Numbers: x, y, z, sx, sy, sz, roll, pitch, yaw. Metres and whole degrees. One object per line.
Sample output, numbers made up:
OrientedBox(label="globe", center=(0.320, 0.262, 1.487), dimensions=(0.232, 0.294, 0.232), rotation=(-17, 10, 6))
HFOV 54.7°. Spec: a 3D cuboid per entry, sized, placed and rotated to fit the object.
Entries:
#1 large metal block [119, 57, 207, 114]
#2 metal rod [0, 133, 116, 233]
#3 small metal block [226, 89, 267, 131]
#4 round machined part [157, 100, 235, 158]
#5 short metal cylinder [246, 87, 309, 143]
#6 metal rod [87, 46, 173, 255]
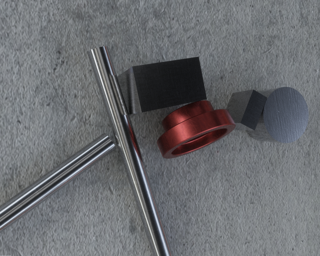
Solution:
OrientedBox(label="large metal block", center=(-0.001, -0.049, 0.380), dimensions=(0.081, 0.080, 0.050), rotation=(-13, 95, -20))
OrientedBox(label="metal rod", center=(-0.178, 0.102, 0.343), dimensions=(0.301, 0.025, 0.025), rotation=(-37, 102, -17))
OrientedBox(label="small metal block", center=(0.118, -0.024, 0.441), dimensions=(0.025, 0.050, 0.050), rotation=(26, 82, -19))
OrientedBox(label="round machined part", center=(0.041, -0.001, 0.391), dimensions=(0.099, 0.098, 0.042), rotation=(-17, 73, -20))
OrientedBox(label="short metal cylinder", center=(0.170, -0.019, 0.461), dimensions=(0.081, 0.050, 0.079), rotation=(0, 90, -21))
OrientedBox(label="metal rod", center=(-0.031, 0.049, 0.388), dimensions=(0.025, 0.025, 0.298), rotation=(-20, 101, -19))
